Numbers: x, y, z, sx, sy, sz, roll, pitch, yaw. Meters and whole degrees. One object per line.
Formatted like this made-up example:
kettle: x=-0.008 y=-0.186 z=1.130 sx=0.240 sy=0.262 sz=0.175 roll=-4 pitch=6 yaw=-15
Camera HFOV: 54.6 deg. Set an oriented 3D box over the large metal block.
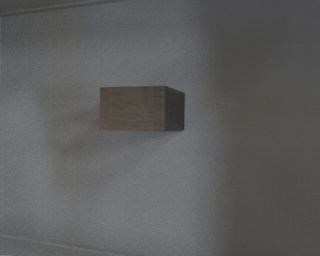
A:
large metal block: x=-0.019 y=-0.022 z=0.386 sx=0.080 sy=0.080 sz=0.050 roll=1 pitch=91 yaw=20
